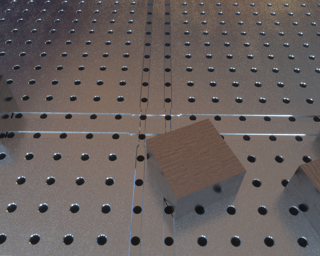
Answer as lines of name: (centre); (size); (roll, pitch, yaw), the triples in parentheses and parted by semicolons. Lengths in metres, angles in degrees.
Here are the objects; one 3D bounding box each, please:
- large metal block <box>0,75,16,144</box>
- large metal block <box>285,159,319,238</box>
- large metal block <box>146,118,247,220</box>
large metal block: (-0.248, -0.023, 0.407); (0.081, 0.050, 0.080); (-3, 50, -3)
large metal block: (0.199, 0.074, 0.332); (0.081, 0.050, 0.080); (-15, 52, -13)
large metal block: (0.037, 0.045, 0.354); (0.081, 0.050, 0.080); (-18, 53, -15)
